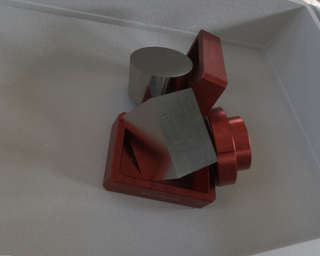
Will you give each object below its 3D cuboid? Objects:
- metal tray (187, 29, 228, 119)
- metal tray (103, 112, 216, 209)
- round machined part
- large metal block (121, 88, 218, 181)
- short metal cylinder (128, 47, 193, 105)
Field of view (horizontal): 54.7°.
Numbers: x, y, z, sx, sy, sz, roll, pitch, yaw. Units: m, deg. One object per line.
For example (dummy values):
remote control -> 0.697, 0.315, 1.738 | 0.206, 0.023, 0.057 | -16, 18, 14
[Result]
metal tray -> 0.047, -0.062, 0.407 | 0.030, 0.089, 0.130 | 22, 38, -12
metal tray -> 0.003, 0.040, 0.378 | 0.131, 0.030, 0.090 | 16, 55, -19
round machined part -> 0.083, 0.021, 0.386 | 0.042, 0.098, 0.098 | -9, 63, 1
large metal block -> 0.007, 0.010, 0.338 | 0.050, 0.080, 0.080 | -18, 87, -29
short metal cylinder -> -0.001, -0.067, 0.410 | 0.081, 0.050, 0.080 | 6, 39, -4
